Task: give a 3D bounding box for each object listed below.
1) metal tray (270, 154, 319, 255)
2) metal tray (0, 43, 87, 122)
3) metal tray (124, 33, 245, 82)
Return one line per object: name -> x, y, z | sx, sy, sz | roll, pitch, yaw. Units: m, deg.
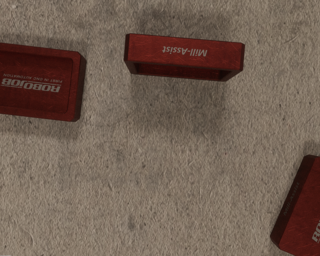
metal tray -> 0.216, 0.111, 0.410 | 0.090, 0.030, 0.129 | 23, 90, -1
metal tray -> -0.169, -0.059, 0.405 | 0.131, 0.030, 0.089 | 7, 90, -1
metal tray -> 0.027, -0.083, 0.377 | 0.131, 0.090, 0.030 | 5, 90, -1
